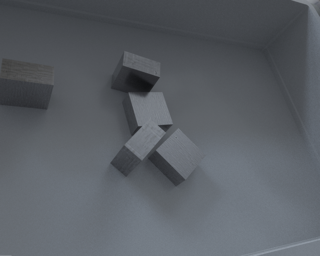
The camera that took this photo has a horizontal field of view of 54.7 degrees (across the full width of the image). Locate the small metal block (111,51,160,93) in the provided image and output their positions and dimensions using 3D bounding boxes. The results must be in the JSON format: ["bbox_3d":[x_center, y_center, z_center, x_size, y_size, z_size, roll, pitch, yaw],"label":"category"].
[{"bbox_3d":[-0.033,-0.070,0.414,0.050,0.050,0.025,14,56,-20],"label":"small metal block"}]

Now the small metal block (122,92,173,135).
[{"bbox_3d":[-0.017,-0.020,0.408,0.050,0.025,0.050,-4,64,-30],"label":"small metal block"}]

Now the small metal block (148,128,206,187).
[{"bbox_3d":[0.022,0.037,0.395,0.050,0.025,0.050,45,51,3],"label":"small metal block"}]

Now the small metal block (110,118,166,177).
[{"bbox_3d":[-0.026,0.023,0.361,0.025,0.050,0.050,42,51,0],"label":"small metal block"}]

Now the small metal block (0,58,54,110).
[{"bbox_3d":[-0.146,-0.046,0.339,0.050,0.050,0.025,5,60,-26],"label":"small metal block"}]
